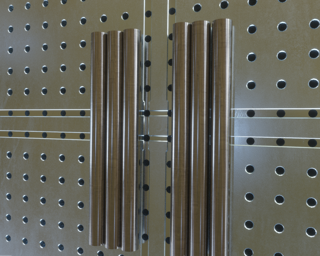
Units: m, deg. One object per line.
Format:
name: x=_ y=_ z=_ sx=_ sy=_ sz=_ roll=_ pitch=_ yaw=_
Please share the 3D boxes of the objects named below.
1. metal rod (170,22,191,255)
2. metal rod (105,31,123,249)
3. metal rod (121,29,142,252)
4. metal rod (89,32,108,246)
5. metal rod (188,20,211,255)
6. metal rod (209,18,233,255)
metal rod: x=0.027 y=0.016 z=0.403 sx=0.025 sy=0.025 sz=0.298 roll=1 pitch=90 yaw=20
metal rod: x=-0.063 y=0.016 z=0.435 sx=0.025 sy=0.025 sz=0.298 roll=1 pitch=90 yaw=20
metal rod: x=-0.040 y=0.016 z=0.426 sx=0.025 sy=0.025 sz=0.298 roll=1 pitch=90 yaw=20
metal rod: x=-0.088 y=0.015 z=0.444 sx=0.025 sy=0.025 sz=0.298 roll=1 pitch=90 yaw=20
metal rod: x=0.050 y=0.017 z=0.394 sx=0.025 sy=0.025 sz=0.298 roll=1 pitch=90 yaw=20
metal rod: x=0.076 y=0.017 z=0.385 sx=0.025 sy=0.025 sz=0.298 roll=1 pitch=90 yaw=20
